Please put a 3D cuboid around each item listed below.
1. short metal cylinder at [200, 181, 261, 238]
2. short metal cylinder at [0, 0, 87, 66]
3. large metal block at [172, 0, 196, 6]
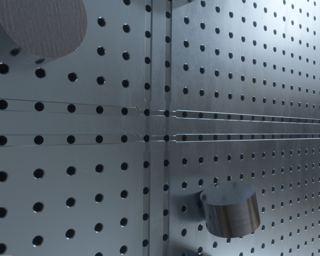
[{"bbox_3d":[0.104,0.119,0.461,0.081,0.080,0.050,-21,104,-38],"label":"short metal cylinder"},{"bbox_3d":[-0.118,-0.103,0.294,0.081,0.050,0.080,0,90,-40],"label":"short metal cylinder"},{"bbox_3d":[0.023,-0.223,0.411,0.081,0.050,0.080,12,83,-39],"label":"large metal block"}]
